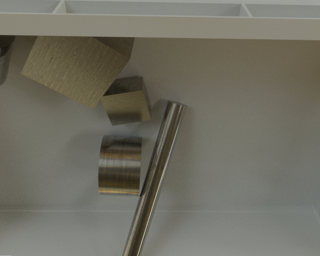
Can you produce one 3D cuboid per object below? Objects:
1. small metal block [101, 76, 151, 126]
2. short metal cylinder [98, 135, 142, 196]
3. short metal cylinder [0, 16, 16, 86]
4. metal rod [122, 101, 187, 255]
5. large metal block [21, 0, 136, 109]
[{"bbox_3d":[-0.040,-0.032,0.377,0.050,0.025,0.050,-8,137,6],"label":"small metal block"},{"bbox_3d":[-0.051,0.050,0.415,0.050,0.080,0.079,3,130,-3],"label":"short metal cylinder"},{"bbox_3d":[-0.189,-0.080,0.302,0.080,0.080,0.050,20,127,-17],"label":"short metal cylinder"},{"bbox_3d":[-0.019,0.109,0.415,0.025,0.025,0.298,14,102,-12],"label":"metal rod"},{"bbox_3d":[-0.083,-0.078,0.320,0.080,0.050,0.080,28,130,-22],"label":"large metal block"}]
